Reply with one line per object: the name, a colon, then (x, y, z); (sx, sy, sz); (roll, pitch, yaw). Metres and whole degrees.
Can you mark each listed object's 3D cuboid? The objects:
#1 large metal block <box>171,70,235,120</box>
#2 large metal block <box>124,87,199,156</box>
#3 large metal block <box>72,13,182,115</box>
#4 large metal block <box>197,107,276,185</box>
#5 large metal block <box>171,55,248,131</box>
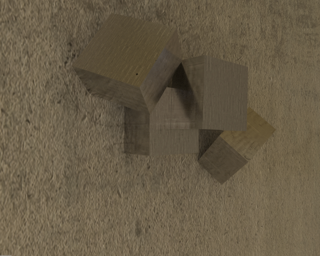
large metal block: (0.063, -0.049, 0.446); (0.081, 0.050, 0.079); (0, 90, -40)
large metal block: (0.003, -0.008, 0.392); (0.081, 0.050, 0.079); (0, 90, -40)
large metal block: (-0.032, -0.071, 0.336); (0.080, 0.080, 0.050); (-61, 158, -22)
large metal block: (0.112, 0.027, 0.458); (0.050, 0.080, 0.080); (44, 56, 12)
large metal block: (0.061, -0.037, 0.375); (0.081, 0.050, 0.079); (3, 88, -40)
